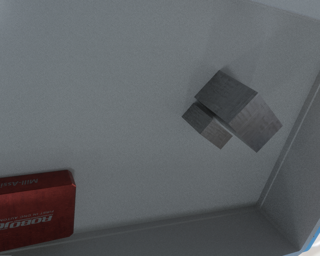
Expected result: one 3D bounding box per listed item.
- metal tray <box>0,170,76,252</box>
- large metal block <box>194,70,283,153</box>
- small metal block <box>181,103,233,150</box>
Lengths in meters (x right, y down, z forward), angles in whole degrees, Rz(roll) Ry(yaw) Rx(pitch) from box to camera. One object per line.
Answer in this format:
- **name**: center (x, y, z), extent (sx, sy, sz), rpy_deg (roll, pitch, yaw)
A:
- **metal tray**: center (-0.173, 0.103, 0.375), extent (0.131, 0.030, 0.089), rpy_deg (-4, 120, -27)
- **large metal block**: center (0.105, -0.023, 0.419), extent (0.050, 0.080, 0.080), rpy_deg (-48, 129, 5)
- **small metal block**: center (0.065, -0.002, 0.429), extent (0.050, 0.050, 0.025), rpy_deg (34, 99, -39)
